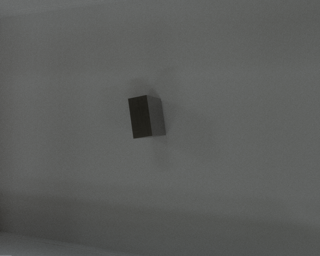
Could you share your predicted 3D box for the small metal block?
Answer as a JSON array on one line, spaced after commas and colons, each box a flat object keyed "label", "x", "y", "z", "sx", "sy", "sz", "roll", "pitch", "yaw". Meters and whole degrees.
[{"label": "small metal block", "x": -0.016, "y": -0.013, "z": 0.399, "sx": 0.025, "sy": 0.050, "sz": 0.050, "roll": -9, "pitch": 86, "yaw": 20}]
